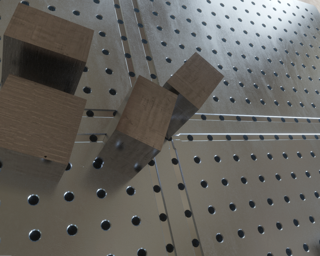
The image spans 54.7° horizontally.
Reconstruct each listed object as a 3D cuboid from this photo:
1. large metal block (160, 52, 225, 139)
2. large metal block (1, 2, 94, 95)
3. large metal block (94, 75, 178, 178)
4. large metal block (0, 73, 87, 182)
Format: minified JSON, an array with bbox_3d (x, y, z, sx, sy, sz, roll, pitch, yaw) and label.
[{"bbox_3d":[0.030,-0.043,0.417,0.050,0.080,0.080,41,51,-1],"label":"large metal block"},{"bbox_3d":[-0.129,-0.081,0.354,0.081,0.080,0.050,16,55,-20],"label":"large metal block"},{"bbox_3d":[-0.028,0.000,0.359,0.050,0.080,0.080,27,52,-12],"label":"large metal block"},{"bbox_3d":[-0.130,0.002,0.322,0.081,0.050,0.080,19,54,-18],"label":"large metal block"}]
